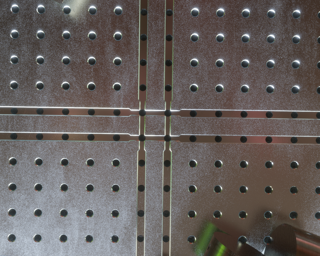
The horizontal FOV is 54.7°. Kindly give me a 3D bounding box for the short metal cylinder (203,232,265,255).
[{"bbox_3d":[0.094,0.174,0.387,0.080,0.080,0.050,25,90,-1],"label":"short metal cylinder"}]

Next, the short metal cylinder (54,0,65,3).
[{"bbox_3d":[-0.143,-0.202,0.384,0.080,0.080,0.050,33,90,-1],"label":"short metal cylinder"}]

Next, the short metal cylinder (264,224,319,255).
[{"bbox_3d":[0.172,0.168,0.388,0.050,0.080,0.080,21,90,-1],"label":"short metal cylinder"}]
